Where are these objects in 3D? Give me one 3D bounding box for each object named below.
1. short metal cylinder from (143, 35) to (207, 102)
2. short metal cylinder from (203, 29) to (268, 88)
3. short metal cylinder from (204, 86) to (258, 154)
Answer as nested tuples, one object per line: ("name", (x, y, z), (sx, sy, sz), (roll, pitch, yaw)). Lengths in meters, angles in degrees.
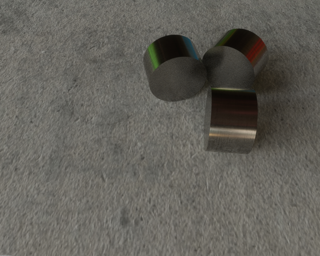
("short metal cylinder", (0.020, -0.083, 0.438), (0.081, 0.080, 0.050), (-9, 51, -8))
("short metal cylinder", (0.108, -0.095, 0.449), (0.080, 0.080, 0.050), (27, 55, 20))
("short metal cylinder", (0.083, -0.010, 0.377), (0.050, 0.080, 0.080), (4, 50, 3))
